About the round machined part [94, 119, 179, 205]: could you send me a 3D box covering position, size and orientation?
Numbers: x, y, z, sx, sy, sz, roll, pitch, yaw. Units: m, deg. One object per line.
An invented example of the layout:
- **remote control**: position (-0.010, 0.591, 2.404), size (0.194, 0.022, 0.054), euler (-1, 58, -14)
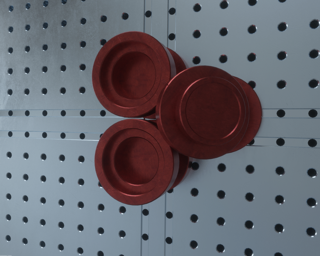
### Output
- **round machined part**: position (-0.024, 0.038, 0.367), size (0.098, 0.042, 0.097), euler (0, 90, 20)

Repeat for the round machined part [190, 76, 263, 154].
- **round machined part**: position (0.073, -0.017, 0.378), size (0.098, 0.042, 0.097), euler (0, 90, 20)

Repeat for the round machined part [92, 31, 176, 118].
- **round machined part**: position (-0.027, -0.060, 0.368), size (0.098, 0.042, 0.097), euler (0, 90, 20)

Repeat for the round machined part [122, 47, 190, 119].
- **round machined part**: position (-0.011, -0.061, 0.409), size (0.098, 0.042, 0.097), euler (0, 90, 20)

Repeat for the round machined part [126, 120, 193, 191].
- **round machined part**: position (-0.010, 0.038, 0.408), size (0.098, 0.042, 0.097), euler (0, 90, 20)

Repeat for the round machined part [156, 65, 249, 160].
- **round machined part**: position (0.048, -0.016, 0.319), size (0.099, 0.042, 0.097), euler (0, 89, -12)
